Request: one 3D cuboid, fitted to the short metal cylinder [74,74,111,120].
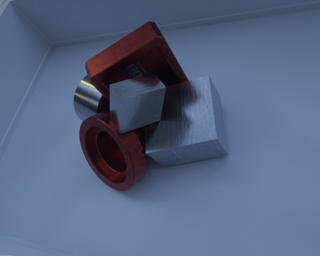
[{"bbox_3d":[-0.069,-0.035,0.424,0.050,0.080,0.080,25,75,36],"label":"short metal cylinder"}]

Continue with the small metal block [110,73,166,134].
[{"bbox_3d":[-0.025,-0.026,0.328,0.050,0.050,0.025,-20,55,-24],"label":"small metal block"}]

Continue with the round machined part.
[{"bbox_3d":[-0.051,0.025,0.379,0.098,0.097,0.042,22,38,36],"label":"round machined part"}]

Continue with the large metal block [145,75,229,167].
[{"bbox_3d":[0.030,-0.006,0.365,0.080,0.050,0.080,-13,61,20],"label":"large metal block"}]

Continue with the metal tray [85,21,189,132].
[{"bbox_3d":[-0.015,-0.053,0.375,0.090,0.130,0.030,-31,53,8],"label":"metal tray"}]
